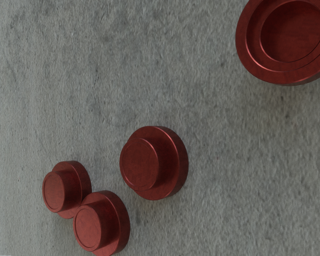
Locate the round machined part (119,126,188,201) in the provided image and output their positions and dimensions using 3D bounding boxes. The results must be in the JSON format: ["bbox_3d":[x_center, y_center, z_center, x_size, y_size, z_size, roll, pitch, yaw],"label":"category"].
[{"bbox_3d":[-0.015,0.046,0.404,0.098,0.042,0.097,0,90,39],"label":"round machined part"}]

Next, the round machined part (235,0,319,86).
[{"bbox_3d":[0.125,-0.088,0.290,0.098,0.042,0.097,0,90,39],"label":"round machined part"}]

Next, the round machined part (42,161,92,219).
[{"bbox_3d":[-0.163,0.106,0.525,0.098,0.042,0.097,0,90,39],"label":"round machined part"}]

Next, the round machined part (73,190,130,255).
[{"bbox_3d":[-0.095,0.147,0.469,0.098,0.042,0.097,0,90,39],"label":"round machined part"}]
